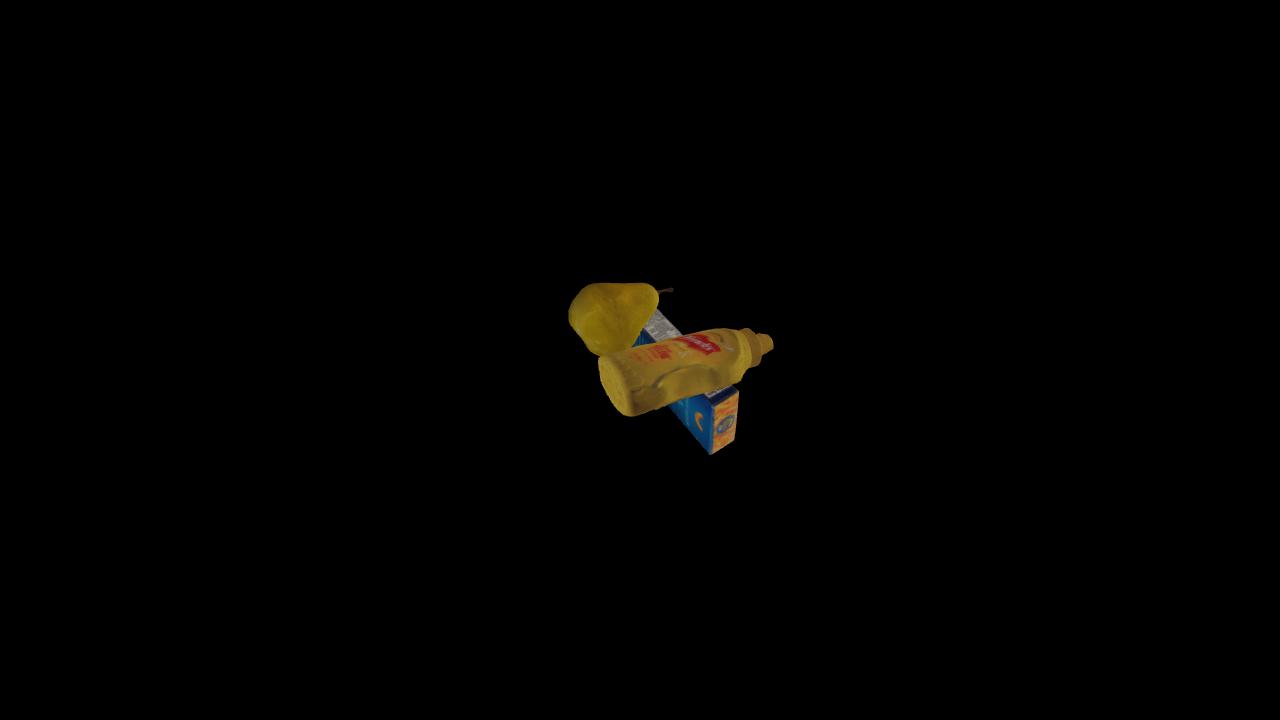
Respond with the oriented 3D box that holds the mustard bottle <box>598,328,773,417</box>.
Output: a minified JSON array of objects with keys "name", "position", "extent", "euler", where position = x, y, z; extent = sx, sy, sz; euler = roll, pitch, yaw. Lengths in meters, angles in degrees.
[{"name":"mustard bottle","position":[0.056,0.003,0.632],"extent":[0.184,0.054,0.092],"euler":[-15,22,-18]}]

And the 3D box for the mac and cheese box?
[{"name":"mac and cheese box","position":[0.039,0.012,0.697],"extent":[0.041,0.093,0.184],"euler":[-27,53,-20]}]

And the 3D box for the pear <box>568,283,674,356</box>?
[{"name":"pear","position":[-0.018,-0.055,0.640],"extent":[0.111,0.080,0.080],"euler":[-37,1,-2]}]
